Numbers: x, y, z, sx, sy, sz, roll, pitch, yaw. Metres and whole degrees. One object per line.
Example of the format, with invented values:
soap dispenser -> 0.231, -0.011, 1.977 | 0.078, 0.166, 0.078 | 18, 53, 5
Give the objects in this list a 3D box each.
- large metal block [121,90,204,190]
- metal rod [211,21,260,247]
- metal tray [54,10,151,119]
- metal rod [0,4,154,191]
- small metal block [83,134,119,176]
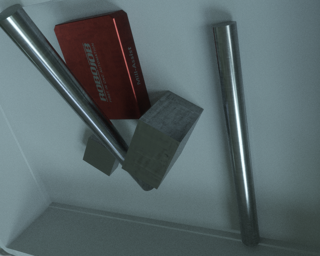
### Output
large metal block -> 0.004, 0.013, 0.378 | 0.050, 0.080, 0.079 | 30, 128, 9
metal rod -> 0.096, 0.027, 0.373 | 0.025, 0.025, 0.298 | 0, 119, 28
metal tray -> -0.071, -0.075, 0.395 | 0.090, 0.030, 0.129 | 0, 119, 27
metal rod -> -0.073, -0.006, 0.366 | 0.025, 0.025, 0.299 | 0, 143, 28
small metal block -> -0.086, 0.039, 0.476 | 0.050, 0.025, 0.050 | 31, 128, 8
